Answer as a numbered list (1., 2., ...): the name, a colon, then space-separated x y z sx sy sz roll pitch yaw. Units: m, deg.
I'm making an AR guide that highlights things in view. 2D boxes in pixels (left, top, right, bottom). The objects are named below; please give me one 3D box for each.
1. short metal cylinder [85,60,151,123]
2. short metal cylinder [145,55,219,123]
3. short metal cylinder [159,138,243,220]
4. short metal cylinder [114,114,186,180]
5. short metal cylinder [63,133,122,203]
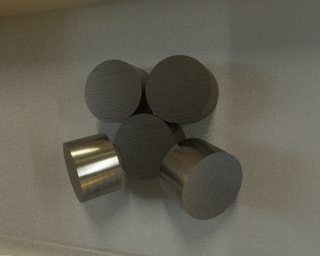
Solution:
1. short metal cylinder: -0.051 -0.046 0.412 0.080 0.050 0.079 0 90 19
2. short metal cylinder: 0.029 -0.046 0.385 0.080 0.050 0.079 0 90 19
3. short metal cylinder: 0.047 0.057 0.356 0.050 0.081 0.080 30 103 57
4. short metal cylinder: -0.011 0.022 0.397 0.080 0.050 0.079 0 90 19
5. short metal cylinder: -0.089 0.051 0.404 0.050 0.080 0.080 -16 83 -26
